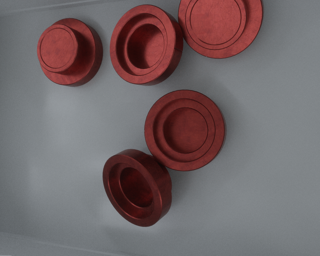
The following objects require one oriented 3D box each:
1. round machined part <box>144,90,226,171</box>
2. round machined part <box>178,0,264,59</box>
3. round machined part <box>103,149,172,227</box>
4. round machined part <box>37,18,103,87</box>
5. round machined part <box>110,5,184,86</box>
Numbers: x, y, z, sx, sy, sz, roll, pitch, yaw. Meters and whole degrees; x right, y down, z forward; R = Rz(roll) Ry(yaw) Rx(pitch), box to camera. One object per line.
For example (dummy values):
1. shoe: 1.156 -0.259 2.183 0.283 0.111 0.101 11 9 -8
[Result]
1. round machined part: 0.034 0.003 0.388 0.098 0.042 0.097 0 88 17
2. round machined part: 0.067 -0.128 0.358 0.098 0.042 0.097 9 118 18
3. round machined part: -0.024 0.072 0.396 0.098 0.042 0.097 16 117 34
4. round machined part: -0.136 -0.111 0.448 0.098 0.042 0.097 0 90 19
5. round machined part: -0.013 -0.103 0.399 0.098 0.042 0.097 1 92 31
